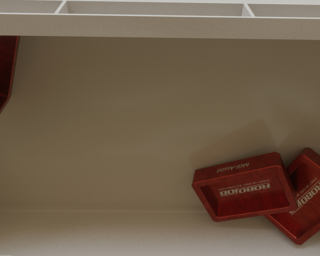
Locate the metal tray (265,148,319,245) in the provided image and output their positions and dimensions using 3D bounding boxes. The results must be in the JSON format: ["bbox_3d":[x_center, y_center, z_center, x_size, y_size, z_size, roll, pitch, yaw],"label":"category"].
[{"bbox_3d":[0.213,0.104,0.461,0.090,0.030,0.129,42,130,20],"label":"metal tray"}]

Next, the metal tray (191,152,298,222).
[{"bbox_3d":[0.125,0.091,0.460,0.130,0.030,0.090,-18,118,26],"label":"metal tray"}]

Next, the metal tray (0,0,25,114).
[{"bbox_3d":[-0.176,-0.058,0.315,0.030,0.090,0.129,19,128,-15],"label":"metal tray"}]
